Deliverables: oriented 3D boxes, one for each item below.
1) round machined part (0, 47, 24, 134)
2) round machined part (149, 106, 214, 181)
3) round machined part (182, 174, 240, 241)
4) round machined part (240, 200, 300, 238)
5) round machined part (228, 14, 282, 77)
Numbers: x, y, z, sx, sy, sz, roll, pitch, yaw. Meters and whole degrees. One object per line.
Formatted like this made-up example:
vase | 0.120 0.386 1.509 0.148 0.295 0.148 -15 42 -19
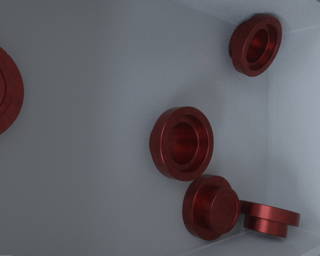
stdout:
round machined part | -0.165 -0.033 0.258 0.099 0.042 0.097 0 90 -40
round machined part | 0.025 0.020 0.418 0.099 0.042 0.097 0 90 -40
round machined part | 0.083 0.121 0.468 0.099 0.042 0.097 0 90 -40
round machined part | 0.175 0.151 0.510 0.099 0.098 0.042 23 75 -38
round machined part | 0.152 -0.137 0.509 0.099 0.042 0.097 -23 131 -30
